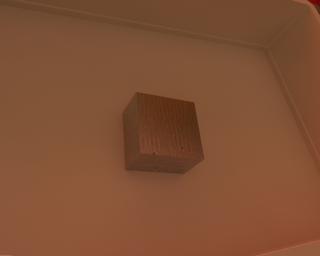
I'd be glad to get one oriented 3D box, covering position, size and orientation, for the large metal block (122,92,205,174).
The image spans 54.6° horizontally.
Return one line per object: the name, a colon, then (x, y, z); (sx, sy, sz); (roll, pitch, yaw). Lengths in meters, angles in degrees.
large metal block: (0.001, 0.008, 0.385); (0.081, 0.050, 0.080); (8, 58, -24)
